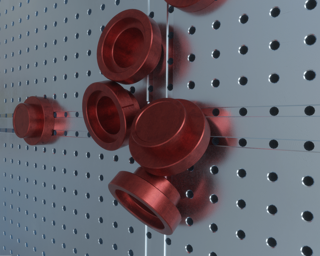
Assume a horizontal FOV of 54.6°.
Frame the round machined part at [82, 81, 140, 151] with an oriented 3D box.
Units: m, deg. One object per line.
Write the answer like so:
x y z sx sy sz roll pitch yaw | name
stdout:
-0.065 -0.020 0.443 0.098 0.042 0.097 18 117 40 | round machined part

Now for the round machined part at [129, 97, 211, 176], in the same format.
0.006 0.003 0.364 0.098 0.042 0.098 -15 50 19 | round machined part

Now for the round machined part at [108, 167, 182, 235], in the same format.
-0.014 0.086 0.389 0.098 0.042 0.098 30 152 19 | round machined part

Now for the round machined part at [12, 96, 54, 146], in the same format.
-0.254 -0.014 0.610 0.098 0.042 0.097 0 90 40 | round machined part

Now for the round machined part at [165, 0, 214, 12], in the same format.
0.033 -0.195 0.372 0.098 0.042 0.097 0 90 40 | round machined part

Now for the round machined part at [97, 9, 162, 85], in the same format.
-0.037 -0.107 0.424 0.098 0.042 0.098 -6 79 35 | round machined part
